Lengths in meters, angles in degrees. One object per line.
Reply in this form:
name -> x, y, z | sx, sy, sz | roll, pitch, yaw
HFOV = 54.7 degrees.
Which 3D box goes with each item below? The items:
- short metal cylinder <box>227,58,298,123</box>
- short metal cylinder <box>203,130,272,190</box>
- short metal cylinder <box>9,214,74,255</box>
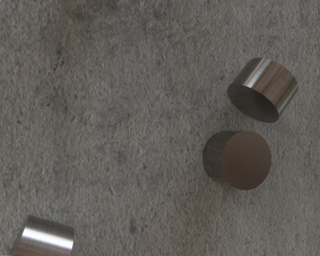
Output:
short metal cylinder -> 0.143, -0.052, 0.434 | 0.080, 0.080, 0.050 | 42, 77, -16
short metal cylinder -> 0.108, 0.043, 0.437 | 0.081, 0.050, 0.079 | 0, 90, -21
short metal cylinder -> -0.132, 0.139, 0.332 | 0.050, 0.080, 0.080 | 25, 82, -19
